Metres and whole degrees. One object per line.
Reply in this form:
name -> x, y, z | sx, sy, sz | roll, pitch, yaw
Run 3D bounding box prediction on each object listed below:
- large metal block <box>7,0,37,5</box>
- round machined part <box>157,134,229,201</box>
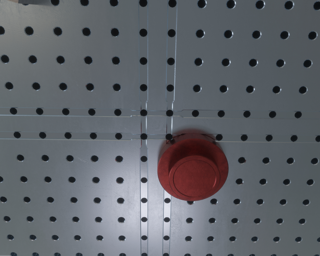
large metal block -> -0.176, -0.185, 0.330 | 0.080, 0.050, 0.079 | 15, 109, -6
round machined part -> 0.046, 0.060, 0.427 | 0.099, 0.042, 0.097 | 0, 110, 0
